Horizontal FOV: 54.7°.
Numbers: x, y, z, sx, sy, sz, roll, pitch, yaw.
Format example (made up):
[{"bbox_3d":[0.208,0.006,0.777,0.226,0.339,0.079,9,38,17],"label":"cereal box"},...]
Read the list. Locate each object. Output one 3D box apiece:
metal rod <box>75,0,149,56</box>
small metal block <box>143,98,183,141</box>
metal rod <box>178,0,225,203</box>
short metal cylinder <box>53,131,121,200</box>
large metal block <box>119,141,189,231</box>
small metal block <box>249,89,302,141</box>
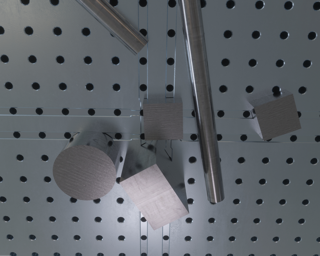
[{"bbox_3d":[-0.132,-0.193,0.340,0.300,0.025,0.025,41,105,-14],"label":"metal rod"},{"bbox_3d":[0.004,-0.012,0.409,0.050,0.025,0.050,-2,110,0],"label":"small metal block"},{"bbox_3d":[0.055,-0.036,0.400,0.025,0.025,0.298,-10,110,3],"label":"metal rod"},{"bbox_3d":[-0.096,0.050,0.417,0.081,0.050,0.079,0,110,0],"label":"short metal cylinder"},{"bbox_3d":[-0.006,0.071,0.410,0.050,0.080,0.080,-29,108,10],"label":"large metal block"},{"bbox_3d":[0.151,-0.017,0.409,0.050,0.025,0.050,-20,109,7],"label":"small metal block"}]
